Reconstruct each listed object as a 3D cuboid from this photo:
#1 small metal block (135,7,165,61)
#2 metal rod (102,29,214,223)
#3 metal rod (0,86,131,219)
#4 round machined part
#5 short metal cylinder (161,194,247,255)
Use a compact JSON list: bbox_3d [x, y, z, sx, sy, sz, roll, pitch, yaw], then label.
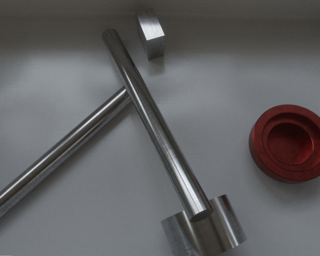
[{"bbox_3d":[-0.014,-0.134,0.445,0.025,0.050,0.050,-18,71,-7],"label":"small metal block"},{"bbox_3d":[-0.017,-0.027,0.375,0.025,0.025,0.299,-22,55,-8],"label":"metal rod"},{"bbox_3d":[-0.145,0.048,0.390,0.025,0.025,0.301,43,75,14],"label":"metal rod"},{"bbox_3d":[0.162,0.023,0.394,0.099,0.042,0.098,0,70,-1],"label":"round machined part"},{"bbox_3d":[0.047,0.112,0.340,0.080,0.080,0.050,-20,72,-8],"label":"short metal cylinder"}]
